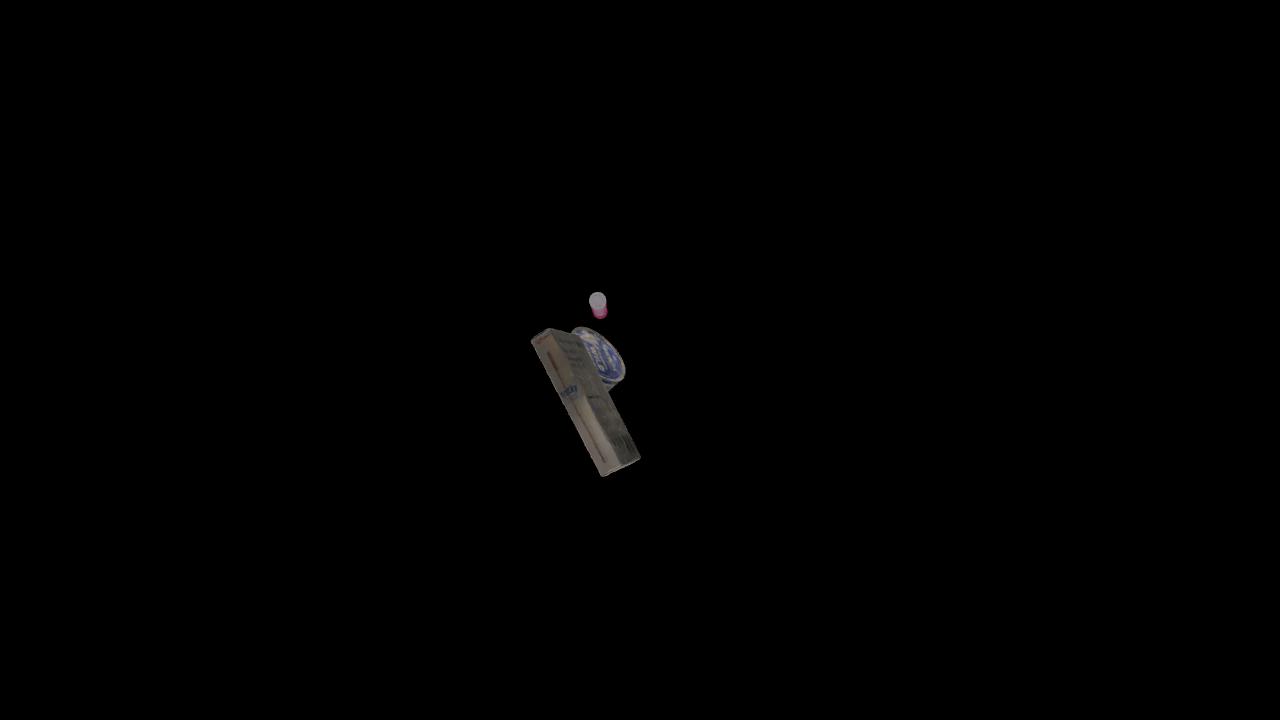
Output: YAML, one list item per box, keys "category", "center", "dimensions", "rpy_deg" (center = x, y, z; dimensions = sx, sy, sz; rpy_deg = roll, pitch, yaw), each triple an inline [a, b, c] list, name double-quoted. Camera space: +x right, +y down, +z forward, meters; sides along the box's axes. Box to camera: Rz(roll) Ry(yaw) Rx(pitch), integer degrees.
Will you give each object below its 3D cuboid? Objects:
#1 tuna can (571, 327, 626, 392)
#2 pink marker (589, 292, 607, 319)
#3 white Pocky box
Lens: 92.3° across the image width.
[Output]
- category: "tuna can"
  center: [-0.059, 0.002, 0.739]
  dimensions: [0.034, 0.084, 0.084]
  rpy_deg: [-44, -22, 26]
- category: "pink marker"
  center: [-0.048, -0.062, 0.723]
  dimensions: [0.020, 0.020, 0.121]
  rpy_deg: [0, -2, -3]
- category: "white Pocky box"
  center: [-0.052, 0.042, 0.631]
  dimensions: [0.028, 0.154, 0.084]
  rpy_deg: [-30, -10, 11]
